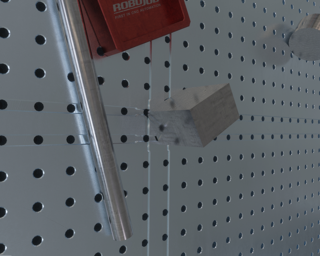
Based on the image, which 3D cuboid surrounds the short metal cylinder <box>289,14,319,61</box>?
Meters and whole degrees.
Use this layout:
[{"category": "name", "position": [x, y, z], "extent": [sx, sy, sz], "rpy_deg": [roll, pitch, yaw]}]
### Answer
[{"category": "short metal cylinder", "position": [0.315, -0.186, 0.638], "extent": [0.080, 0.080, 0.050], "rpy_deg": [51, 60, -28]}]

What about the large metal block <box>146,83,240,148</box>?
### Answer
[{"category": "large metal block", "position": [0.044, -0.018, 0.411], "extent": [0.081, 0.080, 0.050], "rpy_deg": [-34, 112, -35]}]

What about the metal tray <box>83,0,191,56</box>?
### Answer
[{"category": "metal tray", "position": [-0.026, -0.152, 0.383], "extent": [0.131, 0.030, 0.090], "rpy_deg": [-32, 110, -35]}]

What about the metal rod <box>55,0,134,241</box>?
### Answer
[{"category": "metal rod", "position": [-0.073, -0.015, 0.347], "extent": [0.025, 0.025, 0.298], "rpy_deg": [-19, 102, -38]}]
